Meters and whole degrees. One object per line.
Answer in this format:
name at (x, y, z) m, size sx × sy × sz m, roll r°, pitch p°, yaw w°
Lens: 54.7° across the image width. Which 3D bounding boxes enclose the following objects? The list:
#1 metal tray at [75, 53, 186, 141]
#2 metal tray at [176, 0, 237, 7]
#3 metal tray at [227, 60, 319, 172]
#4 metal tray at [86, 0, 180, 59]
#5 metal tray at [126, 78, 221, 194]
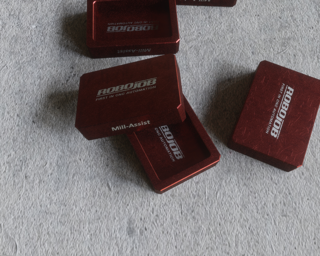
metal tray at (-0.038, -0.040, 0.393) m, size 0.131 × 0.030 × 0.090 m, roll -11°, pitch 56°, yaw 10°
metal tray at (0.057, -0.241, 0.493) m, size 0.131 × 0.030 × 0.090 m, roll 2°, pitch 70°, yaw 0°
metal tray at (0.155, -0.018, 0.413) m, size 0.090 × 0.030 × 0.130 m, roll 22°, pitch 71°, yaw 8°
metal tray at (-0.040, -0.153, 0.460) m, size 0.131 × 0.030 × 0.090 m, roll -4°, pitch 70°, yaw -2°
metal tray at (0.006, 0.008, 0.402) m, size 0.090 × 0.030 × 0.130 m, roll -26°, pitch 72°, yaw -9°
